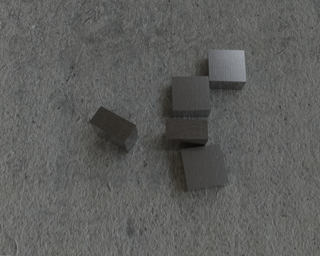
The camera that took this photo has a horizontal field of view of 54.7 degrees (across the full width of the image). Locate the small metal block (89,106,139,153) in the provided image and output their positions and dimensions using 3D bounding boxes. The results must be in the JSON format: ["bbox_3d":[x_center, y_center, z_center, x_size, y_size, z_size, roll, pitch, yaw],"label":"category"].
[{"bbox_3d":[-0.057,0.003,0.393,0.050,0.050,0.025,29,73,10],"label":"small metal block"}]

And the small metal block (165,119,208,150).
[{"bbox_3d":[0.032,0.010,0.391,0.050,0.050,0.025,0,70,0],"label":"small metal block"}]

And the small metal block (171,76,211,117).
[{"bbox_3d":[0.041,-0.043,0.424,0.050,0.025,0.050,-1,70,-1],"label":"small metal block"}]

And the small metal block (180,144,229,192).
[{"bbox_3d":[0.054,0.051,0.390,0.050,0.025,0.050,-8,70,-3],"label":"small metal block"}]

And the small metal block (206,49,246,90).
[{"bbox_3d":[0.093,-0.082,0.439,0.050,0.025,0.050,2,70,0],"label":"small metal block"}]
